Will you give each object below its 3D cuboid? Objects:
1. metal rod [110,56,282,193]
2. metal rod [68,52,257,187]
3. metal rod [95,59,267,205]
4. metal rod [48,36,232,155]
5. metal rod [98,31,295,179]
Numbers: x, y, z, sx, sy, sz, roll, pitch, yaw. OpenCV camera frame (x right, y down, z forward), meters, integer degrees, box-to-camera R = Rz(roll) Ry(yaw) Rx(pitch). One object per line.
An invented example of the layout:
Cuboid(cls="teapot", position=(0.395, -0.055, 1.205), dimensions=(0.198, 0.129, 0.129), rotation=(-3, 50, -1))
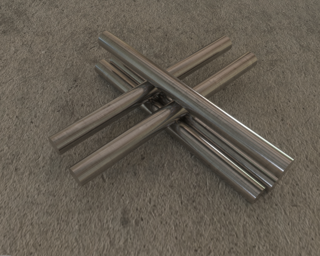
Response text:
Cuboid(cls="metal rod", position=(0.030, -0.021, 0.423), dimensions=(0.025, 0.025, 0.300), rotation=(-35, 58, -26))
Cuboid(cls="metal rod", position=(0.022, -0.025, 0.393), dimensions=(0.302, 0.025, 0.025), rotation=(-35, 58, -26))
Cuboid(cls="metal rod", position=(0.009, -0.010, 0.413), dimensions=(0.025, 0.025, 0.300), rotation=(-35, 58, -26))
Cuboid(cls="metal rod", position=(-0.009, -0.056, 0.419), dimensions=(0.302, 0.025, 0.025), rotation=(-35, 58, -26))
Cuboid(cls="metal rod", position=(0.024, -0.044, 0.376), dimensions=(0.025, 0.025, 0.300), rotation=(-35, 59, -26))
